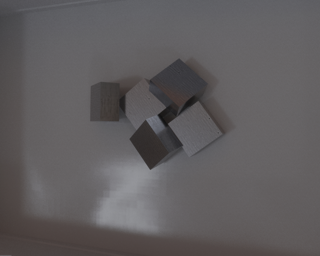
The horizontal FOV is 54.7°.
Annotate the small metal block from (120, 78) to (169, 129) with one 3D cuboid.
[{"bbox_3d":[-0.021,-0.030,0.415,0.050,0.025,0.050,-39,78,15],"label":"small metal block"}]

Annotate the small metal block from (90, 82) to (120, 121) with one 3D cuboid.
[{"bbox_3d":[-0.075,-0.034,0.420,0.050,0.025,0.050,1,90,63],"label":"small metal block"}]

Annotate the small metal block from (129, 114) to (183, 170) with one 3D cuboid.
[{"bbox_3d":[-0.006,0.018,0.398,0.050,0.025,0.050,55,137,12],"label":"small metal block"}]

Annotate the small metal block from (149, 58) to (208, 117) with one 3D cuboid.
[{"bbox_3d":[0.022,-0.051,0.388,0.050,0.025,0.050,-40,75,-21],"label":"small metal block"}]

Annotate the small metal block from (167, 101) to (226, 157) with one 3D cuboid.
[{"bbox_3d":[0.046,0.001,0.392,0.050,0.025,0.050,-37,79,16],"label":"small metal block"}]
